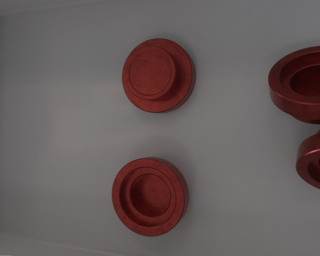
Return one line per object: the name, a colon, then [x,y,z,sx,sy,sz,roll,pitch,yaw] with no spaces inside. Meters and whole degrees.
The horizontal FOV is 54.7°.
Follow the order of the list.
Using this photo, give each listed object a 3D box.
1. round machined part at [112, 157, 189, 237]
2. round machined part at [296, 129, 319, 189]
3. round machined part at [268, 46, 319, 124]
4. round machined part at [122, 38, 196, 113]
round machined part: [-0.010,0.086,0.405,0.098,0.042,0.097,0,90,20]
round machined part: [0.193,0.029,0.314,0.098,0.098,0.042,11,58,19]
round machined part: [0.167,-0.042,0.324,0.098,0.042,0.098,-14,41,12]
round machined part: [-0.006,-0.068,0.404,0.098,0.042,0.097,0,90,20]
